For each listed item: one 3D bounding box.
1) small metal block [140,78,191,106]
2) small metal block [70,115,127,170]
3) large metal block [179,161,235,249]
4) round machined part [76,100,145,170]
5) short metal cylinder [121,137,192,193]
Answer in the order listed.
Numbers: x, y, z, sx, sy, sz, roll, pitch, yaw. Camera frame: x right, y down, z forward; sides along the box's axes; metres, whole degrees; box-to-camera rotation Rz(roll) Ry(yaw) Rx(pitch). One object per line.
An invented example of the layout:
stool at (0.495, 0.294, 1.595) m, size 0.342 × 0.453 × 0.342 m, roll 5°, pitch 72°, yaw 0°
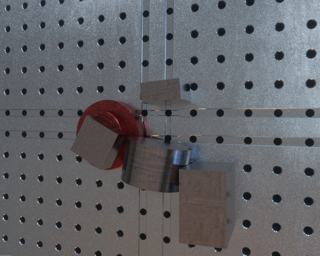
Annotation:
small metal block at (0.009, -0.045, 0.396) m, size 0.050 × 0.050 × 0.025 m, roll -5°, pitch 89°, yaw 19°
small metal block at (-0.078, 0.018, 0.394) m, size 0.050 × 0.025 × 0.050 m, roll 30°, pitch 100°, yaw 17°
large metal block at (0.058, 0.084, 0.363) m, size 0.050 × 0.080 × 0.079 m, roll 0°, pitch 90°, yaw 20°
round machined part at (-0.075, 0.010, 0.429) m, size 0.098 × 0.042 × 0.097 m, roll 0°, pitch 90°, yaw 19°
short metal cylinder at (-0.005, 0.043, 0.384) m, size 0.080 × 0.080 × 0.050 m, roll 11°, pitch 94°, yaw 19°
